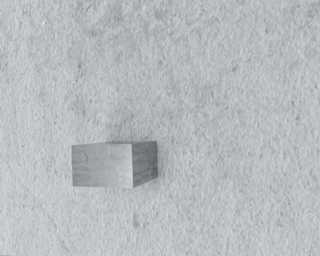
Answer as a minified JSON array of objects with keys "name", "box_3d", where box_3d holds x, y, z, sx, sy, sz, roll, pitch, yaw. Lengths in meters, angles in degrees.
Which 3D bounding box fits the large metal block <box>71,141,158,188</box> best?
[{"name":"large metal block","box_3d":[-0.055,0.044,0.400,0.080,0.080,0.050,-2,89,20]}]
